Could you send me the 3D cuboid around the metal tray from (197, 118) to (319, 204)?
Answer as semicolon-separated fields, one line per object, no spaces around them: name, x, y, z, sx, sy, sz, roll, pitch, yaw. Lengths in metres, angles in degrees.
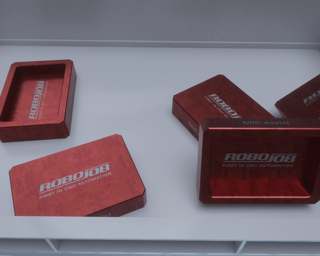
metal tray;0.107;0.036;0.331;0.131;0.089;0.030;0;22;-1

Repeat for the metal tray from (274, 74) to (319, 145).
metal tray;0.215;-0.040;0.371;0.130;0.030;0.090;-35;19;14

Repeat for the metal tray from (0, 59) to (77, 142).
metal tray;-0.170;-0.043;0.435;0.091;0.030;0.130;-4;50;-4

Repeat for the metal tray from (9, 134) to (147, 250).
metal tray;-0.091;0.066;0.346;0.131;0.030;0.090;-18;53;-15

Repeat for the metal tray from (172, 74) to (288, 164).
metal tray;0.088;-0.011;0.412;0.091;0.030;0.130;-27;55;-21
